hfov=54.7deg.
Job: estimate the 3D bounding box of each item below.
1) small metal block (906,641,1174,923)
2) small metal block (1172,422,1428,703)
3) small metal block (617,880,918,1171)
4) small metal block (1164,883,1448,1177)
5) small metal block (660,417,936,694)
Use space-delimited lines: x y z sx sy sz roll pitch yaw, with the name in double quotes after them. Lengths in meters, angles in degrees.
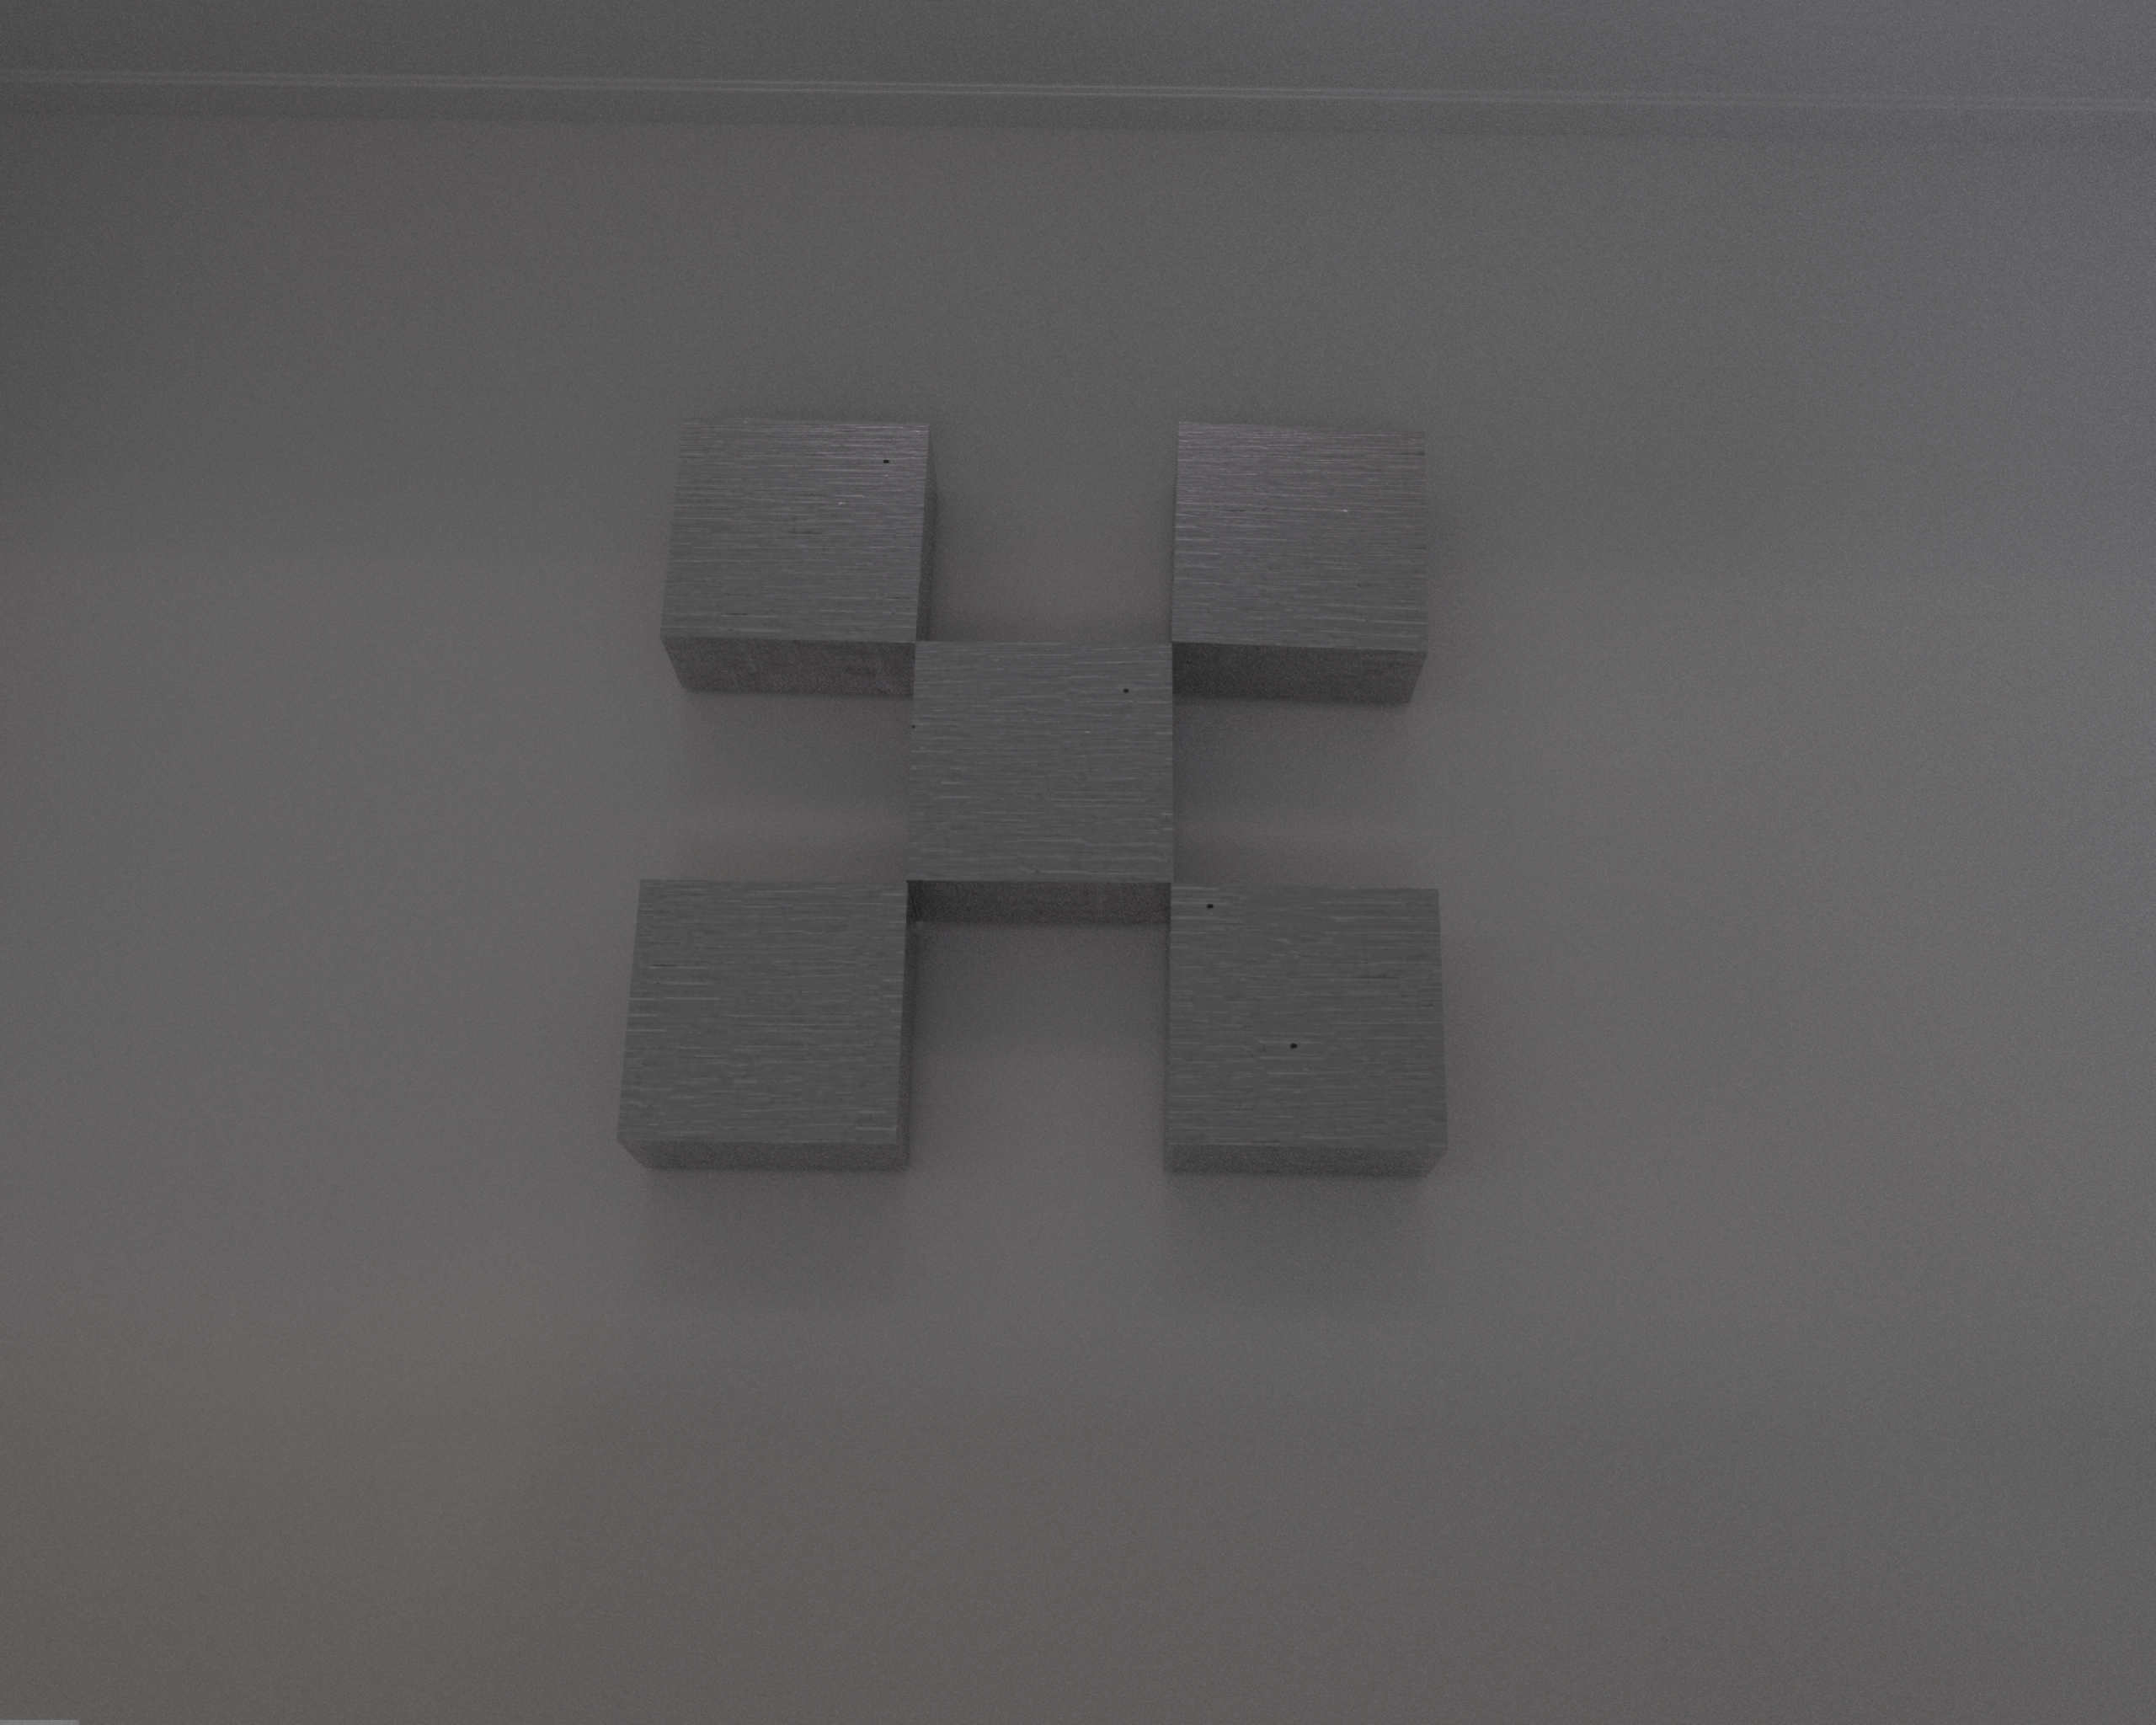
-0.007 -0.016 0.413 0.050 0.025 0.050 1 70 0 "small metal block"
0.045 -0.062 0.430 0.050 0.025 0.050 2 70 1 "small metal block"
-0.057 0.031 0.396 0.050 0.025 0.050 1 70 0 "small metal block"
0.042 0.032 0.396 0.050 0.025 0.050 1 70 0 "small metal block"
-0.056 -0.063 0.430 0.050 0.025 0.050 2 70 0 "small metal block"
